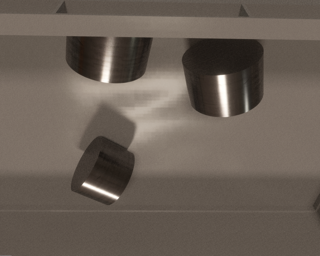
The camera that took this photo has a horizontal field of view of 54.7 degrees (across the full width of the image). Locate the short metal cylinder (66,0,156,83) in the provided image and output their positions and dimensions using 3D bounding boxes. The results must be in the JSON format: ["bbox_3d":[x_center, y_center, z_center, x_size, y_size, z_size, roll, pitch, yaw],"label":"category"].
[{"bbox_3d":[-0.048,-0.086,0.299,0.081,0.080,0.050,10,130,-9],"label":"short metal cylinder"}]

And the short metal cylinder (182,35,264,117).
[{"bbox_3d":[0.067,-0.056,0.326,0.080,0.080,0.050,-9,130,7],"label":"short metal cylinder"}]

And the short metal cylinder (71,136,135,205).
[{"bbox_3d":[-0.078,0.058,0.421,0.050,0.080,0.080,30,124,-23],"label":"short metal cylinder"}]
